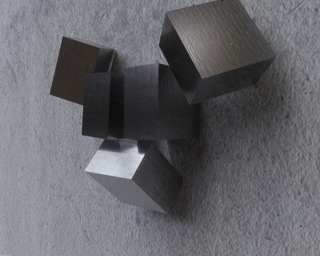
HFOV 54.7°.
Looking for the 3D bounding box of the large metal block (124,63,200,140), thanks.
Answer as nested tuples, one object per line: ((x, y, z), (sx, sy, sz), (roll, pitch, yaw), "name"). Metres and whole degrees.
((0.004, -0.028, 0.365), (0.050, 0.081, 0.079), (1, 91, 40), "large metal block")

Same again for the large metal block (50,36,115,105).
((-0.109, -0.083, 0.446), (0.050, 0.080, 0.079), (18, 104, 1), "large metal block")

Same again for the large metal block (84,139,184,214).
((-0.031, 0.059, 0.386), (0.080, 0.080, 0.050), (1, 52, 40), "large metal block")

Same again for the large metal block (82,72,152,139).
((-0.054, -0.028, 0.413), (0.050, 0.081, 0.079), (6, 94, 39), "large metal block")

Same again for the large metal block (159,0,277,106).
((0.054, -0.079, 0.316), (0.050, 0.081, 0.080), (108, 140, -64), "large metal block")
